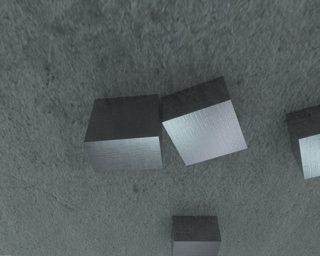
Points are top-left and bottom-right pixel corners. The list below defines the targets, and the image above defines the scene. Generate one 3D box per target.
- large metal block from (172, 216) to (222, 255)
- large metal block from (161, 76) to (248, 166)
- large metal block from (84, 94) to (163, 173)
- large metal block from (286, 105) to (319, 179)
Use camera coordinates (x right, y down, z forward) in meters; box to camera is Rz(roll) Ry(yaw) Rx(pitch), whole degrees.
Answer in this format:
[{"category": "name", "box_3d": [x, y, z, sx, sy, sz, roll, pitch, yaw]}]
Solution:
[{"category": "large metal block", "box_3d": [0.063, 0.206, 0.567, 0.081, 0.050, 0.079, 1, 130, -1]}, {"category": "large metal block", "box_3d": [0.055, -0.007, 0.386, 0.080, 0.050, 0.080, -18, 128, 14]}, {"category": "large metal block", "box_3d": [-0.039, 0.005, 0.375, 0.080, 0.080, 0.050, -5, 130, 3]}, {"category": "large metal block", "box_3d": [0.219, 0.014, 0.407, 0.080, 0.050, 0.080, -17, 129, 13]}]
